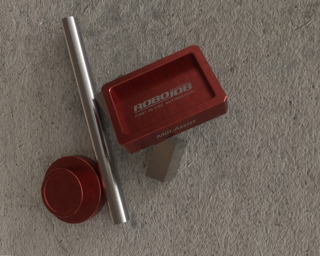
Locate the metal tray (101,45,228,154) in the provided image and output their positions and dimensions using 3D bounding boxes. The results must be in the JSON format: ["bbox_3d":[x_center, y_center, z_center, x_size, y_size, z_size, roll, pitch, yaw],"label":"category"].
[{"bbox_3d":[0.003,-0.035,0.372,0.131,0.030,0.090,-24,62,3],"label":"metal tray"}]

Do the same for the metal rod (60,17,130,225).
[{"bbox_3d":[-0.093,-0.014,0.440,0.025,0.025,0.298,-17,84,19],"label":"metal rod"}]

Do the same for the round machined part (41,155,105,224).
[{"bbox_3d":[-0.129,0.089,0.444,0.098,0.042,0.097,0,90,19],"label":"round machined part"}]

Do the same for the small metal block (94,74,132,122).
[{"bbox_3d":[-0.053,-0.037,0.427,0.050,0.025,0.050,-37,79,16],"label":"small metal block"}]

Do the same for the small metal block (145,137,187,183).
[{"bbox_3d":[0.009,0.037,0.392,0.025,0.050,0.050,19,97,18],"label":"small metal block"}]
